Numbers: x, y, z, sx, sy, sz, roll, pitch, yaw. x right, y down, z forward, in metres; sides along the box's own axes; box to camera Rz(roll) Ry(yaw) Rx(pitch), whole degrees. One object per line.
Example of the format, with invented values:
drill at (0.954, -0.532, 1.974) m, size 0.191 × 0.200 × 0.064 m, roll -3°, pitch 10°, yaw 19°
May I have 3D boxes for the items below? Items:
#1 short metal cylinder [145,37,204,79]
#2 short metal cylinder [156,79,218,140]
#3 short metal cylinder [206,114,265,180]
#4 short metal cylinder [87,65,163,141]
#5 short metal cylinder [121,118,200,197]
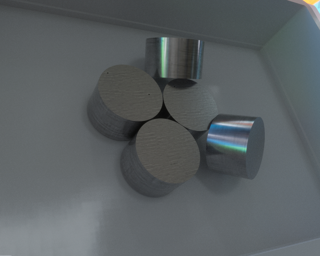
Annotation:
short metal cylinder at (0.020, -0.095, 0.429) m, size 0.081 × 0.080 × 0.050 m, roll -3°, pitch 102°, yaw -30°
short metal cylinder at (0.030, -0.020, 0.417) m, size 0.081 × 0.050 × 0.080 m, roll 14°, pitch 56°, yaw -21°
short metal cylinder at (0.100, 0.023, 0.403) m, size 0.081 × 0.050 × 0.079 m, roll -17°, pitch 111°, yaw -55°
short metal cylinder at (-0.044, -0.031, 0.384) m, size 0.081 × 0.050 × 0.080 m, roll 14°, pitch 56°, yaw -21°
short metal cylinder at (0.000, 0.036, 0.367) m, size 0.081 × 0.050 × 0.080 m, roll 14°, pitch 56°, yaw -21°
